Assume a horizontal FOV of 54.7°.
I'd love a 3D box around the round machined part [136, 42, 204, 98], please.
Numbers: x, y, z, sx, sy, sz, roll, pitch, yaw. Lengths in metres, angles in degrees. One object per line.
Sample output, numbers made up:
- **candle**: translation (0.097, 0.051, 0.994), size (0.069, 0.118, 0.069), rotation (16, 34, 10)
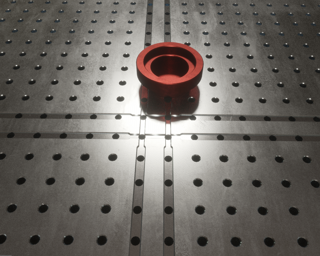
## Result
- **round machined part**: translation (0.014, -0.084, 0.467), size (0.099, 0.042, 0.098), rotation (0, 50, 0)
